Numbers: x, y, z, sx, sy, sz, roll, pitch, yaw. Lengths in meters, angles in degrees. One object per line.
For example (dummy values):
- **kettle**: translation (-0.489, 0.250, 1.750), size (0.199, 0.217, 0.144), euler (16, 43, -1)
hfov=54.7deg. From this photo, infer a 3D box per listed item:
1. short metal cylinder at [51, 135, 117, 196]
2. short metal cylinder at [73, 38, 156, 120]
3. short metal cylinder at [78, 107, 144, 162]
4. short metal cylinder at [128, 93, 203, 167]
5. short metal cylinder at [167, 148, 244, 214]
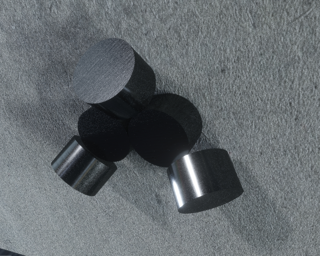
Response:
- **short metal cylinder**: translation (-0.110, 0.055, 0.457), size (0.080, 0.080, 0.050), euler (39, 89, 1)
- **short metal cylinder**: translation (-0.052, -0.055, 0.358), size (0.080, 0.080, 0.050), euler (2, 162, 27)
- **short metal cylinder**: translation (-0.064, 0.000, 0.425), size (0.080, 0.050, 0.079), euler (13, 124, 21)
- **short metal cylinder**: translation (0.007, 0.002, 0.389), size (0.080, 0.050, 0.079), euler (13, 124, 21)
- **short metal cylinder**: translation (0.054, 0.066, 0.377), size (0.080, 0.081, 0.050), euler (-43, 52, 39)
